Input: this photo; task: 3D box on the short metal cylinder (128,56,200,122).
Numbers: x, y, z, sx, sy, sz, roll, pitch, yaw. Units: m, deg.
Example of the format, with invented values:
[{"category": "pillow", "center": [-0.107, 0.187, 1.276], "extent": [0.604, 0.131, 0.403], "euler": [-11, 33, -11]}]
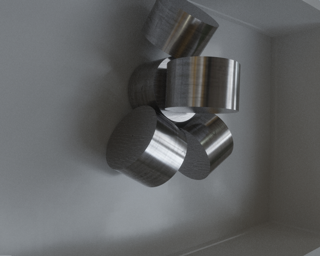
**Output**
[{"category": "short metal cylinder", "center": [0.007, -0.047, 0.393], "extent": [0.081, 0.050, 0.080], "euler": [0, 90, -40]}]

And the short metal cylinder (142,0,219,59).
[{"category": "short metal cylinder", "center": [0.025, -0.124, 0.381], "extent": [0.081, 0.080, 0.050], "euler": [5, 130, -40]}]

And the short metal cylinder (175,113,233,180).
[{"category": "short metal cylinder", "center": [0.049, 0.021, 0.409], "extent": [0.050, 0.080, 0.080], "euler": [-35, 112, -34]}]

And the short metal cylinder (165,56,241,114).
[{"category": "short metal cylinder", "center": [0.047, -0.044, 0.342], "extent": [0.081, 0.080, 0.050], "euler": [4, 88, -40]}]

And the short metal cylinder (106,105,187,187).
[{"category": "short metal cylinder", "center": [-0.016, 0.021, 0.355], "extent": [0.050, 0.080, 0.080], "euler": [36, 68, -34]}]
